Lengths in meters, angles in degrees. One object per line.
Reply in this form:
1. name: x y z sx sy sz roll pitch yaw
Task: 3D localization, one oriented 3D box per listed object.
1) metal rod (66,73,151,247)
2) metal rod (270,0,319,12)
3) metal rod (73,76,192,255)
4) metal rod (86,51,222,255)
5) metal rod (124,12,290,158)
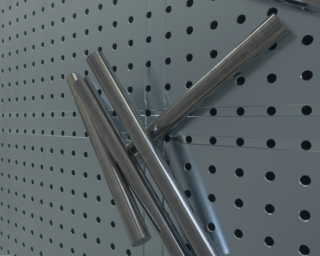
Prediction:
1. metal rod: -0.084 0.025 0.448 0.025 0.025 0.299 -50 52 28
2. metal rod: 0.079 -0.165 0.342 0.300 0.025 0.025 33 110 35
3. metal rod: -0.036 0.058 0.409 0.025 0.025 0.299 -40 75 32
4. metal rod: -0.014 0.029 0.389 0.025 0.025 0.299 -38 76 33
5. metal rod: 0.025 -0.023 0.387 0.299 0.025 0.025 -41 66 32
